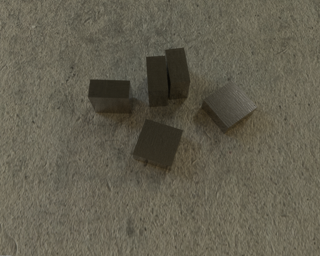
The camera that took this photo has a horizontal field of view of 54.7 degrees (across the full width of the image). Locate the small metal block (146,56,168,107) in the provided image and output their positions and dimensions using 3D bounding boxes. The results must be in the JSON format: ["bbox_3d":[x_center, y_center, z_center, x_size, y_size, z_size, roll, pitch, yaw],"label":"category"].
[{"bbox_3d":[-0.004,-0.062,0.417,0.025,0.050,0.050,-4,70,-1],"label":"small metal block"}]

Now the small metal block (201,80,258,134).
[{"bbox_3d":[0.093,-0.028,0.419,0.050,0.025,0.050,-34,74,-12],"label":"small metal block"}]

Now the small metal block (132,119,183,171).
[{"bbox_3d":[-0.002,0.022,0.400,0.050,0.025,0.050,17,71,6],"label":"small metal block"}]

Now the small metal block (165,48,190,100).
[{"bbox_3d":[0.023,-0.073,0.421,0.025,0.050,0.050,-7,70,-3],"label":"small metal block"}]

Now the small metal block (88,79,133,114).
[{"bbox_3d":[-0.063,-0.040,0.409,0.050,0.050,0.025,2,70,0],"label":"small metal block"}]
